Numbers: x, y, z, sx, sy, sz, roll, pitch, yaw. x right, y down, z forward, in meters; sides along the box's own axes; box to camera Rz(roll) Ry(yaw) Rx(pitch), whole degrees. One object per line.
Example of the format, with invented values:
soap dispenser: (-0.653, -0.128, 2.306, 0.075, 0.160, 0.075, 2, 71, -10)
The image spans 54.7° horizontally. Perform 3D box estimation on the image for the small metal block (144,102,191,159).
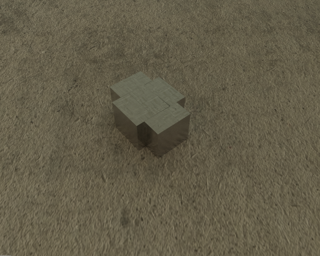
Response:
small metal block: (0.009, 0.004, 0.385, 0.050, 0.050, 0.025, -32, 57, -24)

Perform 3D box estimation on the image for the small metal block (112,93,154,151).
small metal block: (-0.033, -0.007, 0.393, 0.025, 0.050, 0.050, -33, 58, -24)

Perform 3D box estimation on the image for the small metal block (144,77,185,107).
small metal block: (0.006, -0.032, 0.414, 0.025, 0.050, 0.050, -34, 58, -25)

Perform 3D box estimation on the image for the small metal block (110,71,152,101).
small metal block: (-0.038, -0.042, 0.422, 0.050, 0.050, 0.025, -32, 57, -24)

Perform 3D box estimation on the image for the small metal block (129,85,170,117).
small metal block: (-0.014, -0.019, 0.404, 0.025, 0.050, 0.050, -33, 58, -24)
